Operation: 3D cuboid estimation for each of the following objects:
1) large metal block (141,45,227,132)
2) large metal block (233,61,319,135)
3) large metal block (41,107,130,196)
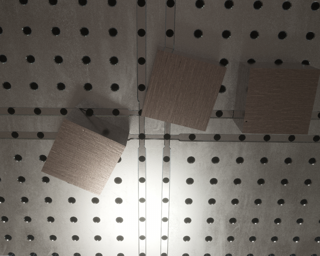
[{"bbox_3d":[0.026,-0.050,0.382,0.081,0.050,0.079,14,109,-6],"label":"large metal block"},{"bbox_3d":[0.141,-0.039,0.388,0.081,0.050,0.079,1,110,-1],"label":"large metal block"},{"bbox_3d":[-0.096,0.030,0.410,0.080,0.050,0.080,26,108,-10],"label":"large metal block"}]
